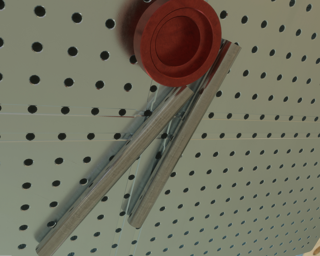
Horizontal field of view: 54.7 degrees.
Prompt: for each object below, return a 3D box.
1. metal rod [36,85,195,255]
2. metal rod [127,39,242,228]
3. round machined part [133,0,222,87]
[{"bbox_3d":[-0.063,0.059,0.413,0.299,0.025,0.025,-49,129,6],"label":"metal rod"},{"bbox_3d":[0.027,0.019,0.437,0.025,0.025,0.298,16,110,-35],"label":"metal rod"},{"bbox_3d":[0.016,-0.099,0.348,0.099,0.042,0.097,-14,124,-21],"label":"round machined part"}]
